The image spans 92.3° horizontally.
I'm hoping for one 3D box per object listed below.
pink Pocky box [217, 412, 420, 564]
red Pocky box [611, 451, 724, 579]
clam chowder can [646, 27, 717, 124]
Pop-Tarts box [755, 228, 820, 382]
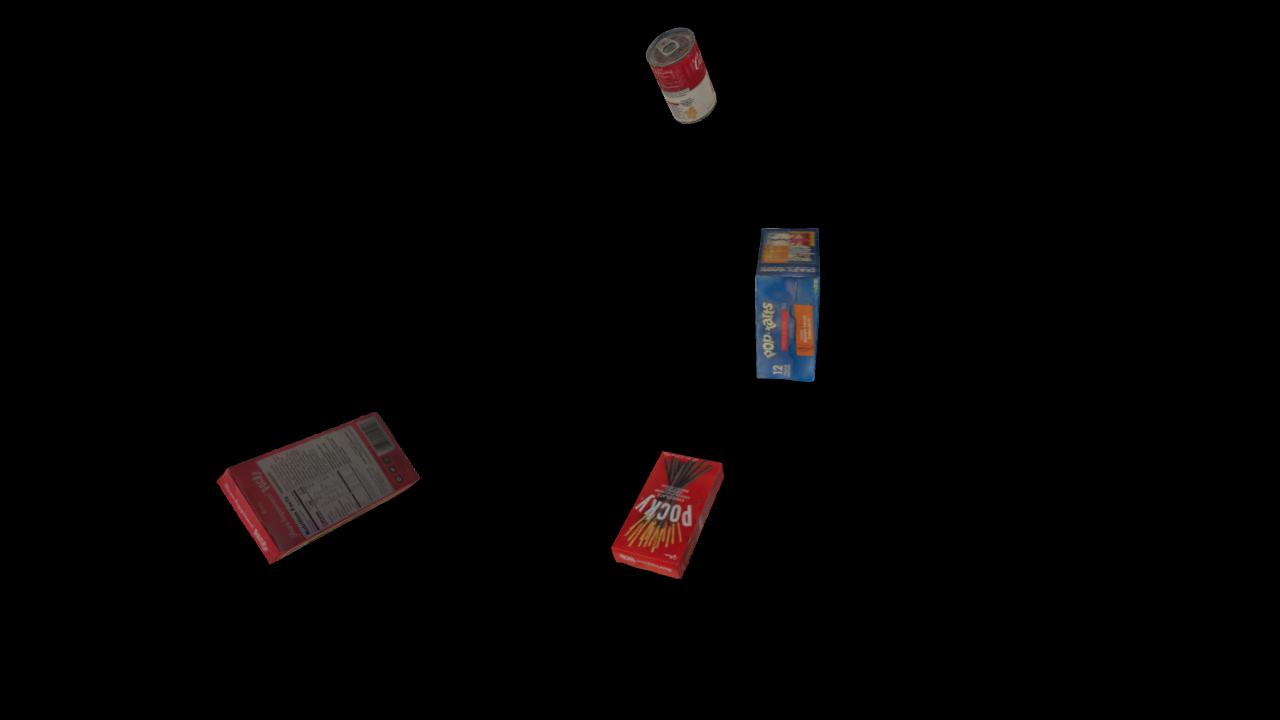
[{"bbox_3d":[-0.284,0.109,0.561,0.029,0.084,0.155,-37,-4,27],"label":"pink Pocky box"},{"bbox_3d":[0.036,0.174,0.716,0.083,0.028,0.155,8,41,24],"label":"red Pocky box"},{"bbox_3d":[0.058,-0.379,0.827,0.068,0.068,0.102,0,-26,25],"label":"clam chowder can"},{"bbox_3d":[0.206,-0.079,0.856,0.083,0.167,0.141,2,37,15],"label":"Pop-Tarts box"}]
